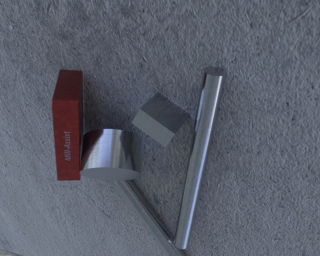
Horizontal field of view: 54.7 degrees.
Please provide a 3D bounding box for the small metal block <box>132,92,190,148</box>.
[{"bbox_3d":[0.002,-0.011,0.381,0.050,0.050,0.025,36,129,4],"label":"small metal block"}]

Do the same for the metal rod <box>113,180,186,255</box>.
[{"bbox_3d":[-0.024,0.136,0.501,0.025,0.025,0.299,-24,106,36],"label":"metal rod"}]

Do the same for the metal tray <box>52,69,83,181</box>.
[{"bbox_3d":[-0.123,-0.003,0.424,0.030,0.090,0.129,1,125,-11],"label":"metal tray"}]

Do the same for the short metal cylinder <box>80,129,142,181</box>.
[{"bbox_3d":[-0.065,0.039,0.421,0.081,0.050,0.080,0,159,0],"label":"short metal cylinder"}]

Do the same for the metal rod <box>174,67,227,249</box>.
[{"bbox_3d":[0.047,0.062,0.418,0.025,0.025,0.298,18,126,17],"label":"metal rod"}]
